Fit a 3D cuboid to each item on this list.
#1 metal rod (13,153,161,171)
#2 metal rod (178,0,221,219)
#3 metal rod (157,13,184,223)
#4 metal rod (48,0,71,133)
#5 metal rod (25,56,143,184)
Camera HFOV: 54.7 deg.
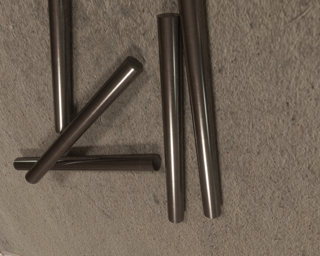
[{"bbox_3d":[-0.135,0.058,0.511,0.300,0.025,0.025,-4,116,29],"label":"metal rod"},{"bbox_3d":[0.051,-0.011,0.372,0.025,0.025,0.298,4,121,26],"label":"metal rod"},{"bbox_3d":[0.017,0.009,0.402,0.025,0.025,0.298,10,123,22],"label":"metal rod"},{"bbox_3d":[-0.129,-0.118,0.399,0.025,0.025,0.298,21,126,15],"label":"metal rod"},{"bbox_3d":[-0.125,0.004,0.455,0.025,0.025,0.299,46,123,-5],"label":"metal rod"}]
